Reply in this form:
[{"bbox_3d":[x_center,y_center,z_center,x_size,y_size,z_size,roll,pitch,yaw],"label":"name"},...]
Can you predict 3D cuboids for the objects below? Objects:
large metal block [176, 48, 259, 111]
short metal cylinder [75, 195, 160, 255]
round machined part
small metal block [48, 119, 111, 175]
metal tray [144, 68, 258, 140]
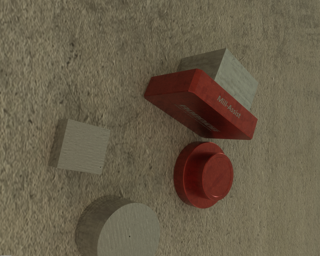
[{"bbox_3d":[0.075,-0.060,0.432,0.080,0.080,0.050,35,69,-35],"label":"large metal block"},{"bbox_3d":[-0.047,0.120,0.349,0.081,0.050,0.080,0,90,-40],"label":"short metal cylinder"},{"bbox_3d":[0.070,0.069,0.452,0.099,0.042,0.097,0,90,-40],"label":"round machined part"},{"bbox_3d":[-0.086,0.021,0.333,0.050,0.025,0.050,17,79,-39],"label":"small metal block"},{"bbox_3d":[0.055,-0.025,0.407,0.130,0.090,0.030,32,70,-35],"label":"metal tray"}]
